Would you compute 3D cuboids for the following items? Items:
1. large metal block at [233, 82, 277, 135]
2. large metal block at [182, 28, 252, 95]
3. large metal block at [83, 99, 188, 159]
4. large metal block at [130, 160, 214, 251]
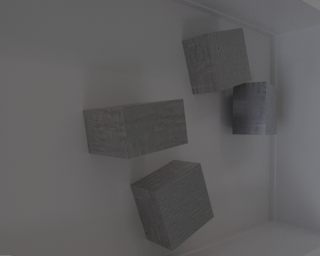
[{"bbox_3d":[0.157,-0.029,0.507,0.080,0.050,0.080,2,89,-59],"label":"large metal block"},{"bbox_3d":[0.086,-0.100,0.462,0.081,0.050,0.080,-22,104,-38],"label":"large metal block"},{"bbox_3d":[-0.028,-0.001,0.347,0.081,0.080,0.050,-12,98,-39],"label":"large metal block"},{"bbox_3d":[0.018,0.096,0.405,0.081,0.050,0.080,-25,106,-37],"label":"large metal block"}]
